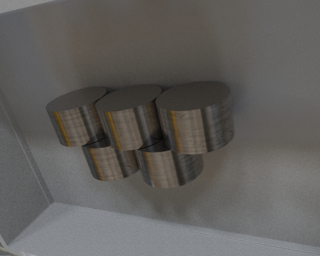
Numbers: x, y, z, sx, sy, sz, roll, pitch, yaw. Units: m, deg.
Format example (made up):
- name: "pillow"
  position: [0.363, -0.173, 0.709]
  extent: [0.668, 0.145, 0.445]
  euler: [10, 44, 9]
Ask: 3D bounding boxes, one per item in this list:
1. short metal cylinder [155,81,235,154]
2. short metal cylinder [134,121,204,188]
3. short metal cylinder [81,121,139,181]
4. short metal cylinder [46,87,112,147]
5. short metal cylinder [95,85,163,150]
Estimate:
- name: "short metal cylinder"
  position: [0.039, -0.014, 0.342]
  extent: [0.080, 0.080, 0.050]
  euler: [2, 119, 27]
- name: "short metal cylinder"
  position: [0.011, 0.030, 0.384]
  extent: [0.080, 0.080, 0.050]
  euler: [1, 119, 28]
- name: "short metal cylinder"
  position: [-0.062, 0.028, 0.421]
  extent: [0.080, 0.080, 0.050]
  euler: [1, 119, 28]
- name: "short metal cylinder"
  position: [-0.104, -0.017, 0.415]
  extent: [0.080, 0.080, 0.050]
  euler: [1, 119, 28]
- name: "short metal cylinder"
  position: [-0.032, -0.015, 0.379]
  extent: [0.080, 0.080, 0.050]
  euler: [1, 119, 28]
